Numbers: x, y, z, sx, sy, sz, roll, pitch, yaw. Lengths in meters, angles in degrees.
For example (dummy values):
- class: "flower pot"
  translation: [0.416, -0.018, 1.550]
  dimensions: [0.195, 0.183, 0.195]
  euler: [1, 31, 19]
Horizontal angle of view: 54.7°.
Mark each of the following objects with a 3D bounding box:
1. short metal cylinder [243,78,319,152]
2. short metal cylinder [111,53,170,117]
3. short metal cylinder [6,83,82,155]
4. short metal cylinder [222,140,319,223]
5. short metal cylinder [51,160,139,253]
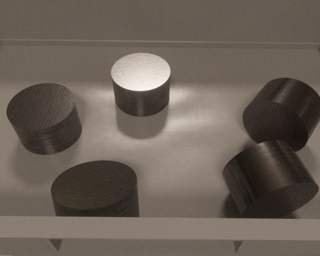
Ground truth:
- class: "short metal cylinder"
  translation: [0.151, -0.015, 0.384]
  dimensions: [0.080, 0.080, 0.050]
  euler: [31, 57, 23]
- class: "short metal cylinder"
  translation: [-0.026, -0.062, 0.441]
  dimensions: [0.081, 0.050, 0.080]
  euler: [0, 50, 0]
- class: "short metal cylinder"
  translation: [-0.145, -0.012, 0.397]
  dimensions: [0.081, 0.050, 0.080]
  euler: [0, 50, 0]
- class: "short metal cylinder"
  translation: [0.113, 0.057, 0.323]
  dimensions: [0.081, 0.080, 0.050]
  euler: [-11, 51, -9]
- class: "short metal cylinder"
  translation: [-0.062, 0.074, 0.307]
  dimensions: [0.081, 0.050, 0.080]
  euler: [-1, 25, 1]
